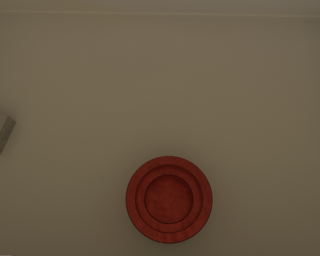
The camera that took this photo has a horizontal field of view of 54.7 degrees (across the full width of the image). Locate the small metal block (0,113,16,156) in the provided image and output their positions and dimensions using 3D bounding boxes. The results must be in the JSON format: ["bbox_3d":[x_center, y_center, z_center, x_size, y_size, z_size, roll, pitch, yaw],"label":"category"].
[{"bbox_3d":[-0.228,0.004,0.406,0.050,0.025,0.050,15,71,5],"label":"small metal block"}]

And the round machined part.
[{"bbox_3d":[0.010,0.086,0.369,0.099,0.042,0.098,0,70,-1],"label":"round machined part"}]
